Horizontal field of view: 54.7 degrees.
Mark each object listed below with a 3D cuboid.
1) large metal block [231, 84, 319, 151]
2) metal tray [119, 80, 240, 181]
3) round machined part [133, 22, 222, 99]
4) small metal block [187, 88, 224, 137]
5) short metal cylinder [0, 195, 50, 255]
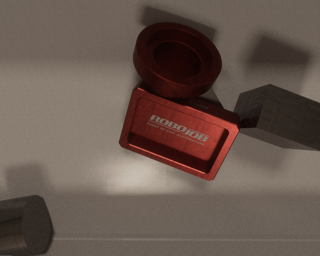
[{"bbox_3d":[0.141,-0.010,0.373,0.080,0.080,0.050,19,86,-8],"label":"large metal block"},{"bbox_3d":[0.022,0.004,0.387,0.131,0.030,0.089,21,123,3],"label":"metal tray"},{"bbox_3d":[0.017,-0.073,0.356,0.099,0.098,0.042,17,144,-7],"label":"round machined part"},{"bbox_3d":[0.056,-0.022,0.404,0.050,0.025,0.050,-31,108,10],"label":"small metal block"},{"bbox_3d":[-0.194,0.137,0.430,0.050,0.080,0.079,-10,110,3],"label":"short metal cylinder"}]
